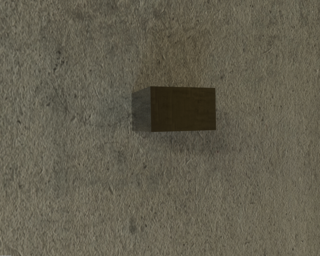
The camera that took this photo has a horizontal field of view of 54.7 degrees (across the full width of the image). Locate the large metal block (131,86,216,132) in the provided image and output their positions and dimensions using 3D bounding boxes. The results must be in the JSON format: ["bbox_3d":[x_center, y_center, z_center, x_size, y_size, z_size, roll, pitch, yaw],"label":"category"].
[{"bbox_3d":[0.014,-0.022,0.387,0.081,0.080,0.050,-1,91,-20],"label":"large metal block"}]
